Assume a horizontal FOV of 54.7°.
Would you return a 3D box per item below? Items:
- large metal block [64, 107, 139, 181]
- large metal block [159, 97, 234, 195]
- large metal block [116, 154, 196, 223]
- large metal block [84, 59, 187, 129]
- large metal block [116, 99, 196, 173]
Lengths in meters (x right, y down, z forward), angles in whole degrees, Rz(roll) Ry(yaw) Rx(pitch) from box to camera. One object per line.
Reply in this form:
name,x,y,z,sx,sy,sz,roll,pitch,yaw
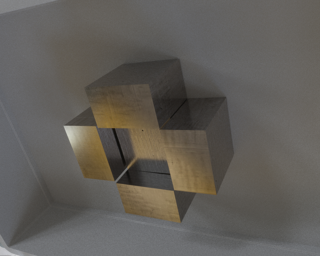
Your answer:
large metal block,-0.071,0.013,0.418,0.050,0.080,0.080,1,119,28
large metal block,0.047,0.018,0.358,0.050,0.080,0.080,1,119,28
large metal block,0.002,0.074,0.416,0.080,0.080,0.050,2,119,27
large metal block,-0.024,-0.040,0.359,0.080,0.080,0.050,1,119,28
large metal block,-0.005,0.010,0.398,0.080,0.050,0.080,1,119,28
